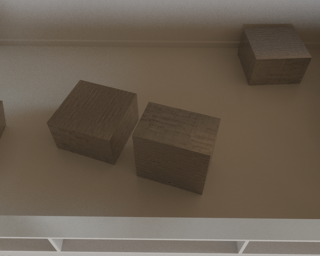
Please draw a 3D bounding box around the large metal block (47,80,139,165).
[{"bbox_3d":[-0.081,-0.009,0.396,0.080,0.050,0.080,15,52,12],"label":"large metal block"}]

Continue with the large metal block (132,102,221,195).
[{"bbox_3d":[0.018,0.024,0.349,0.080,0.080,0.050,14,52,11],"label":"large metal block"}]

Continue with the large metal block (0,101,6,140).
[{"bbox_3d":[-0.242,0.005,0.370,0.081,0.050,0.080,11,49,-12],"label":"large metal block"}]

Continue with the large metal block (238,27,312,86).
[{"bbox_3d":[0.175,-0.113,0.485,0.081,0.050,0.080,-3,50,-2],"label":"large metal block"}]
